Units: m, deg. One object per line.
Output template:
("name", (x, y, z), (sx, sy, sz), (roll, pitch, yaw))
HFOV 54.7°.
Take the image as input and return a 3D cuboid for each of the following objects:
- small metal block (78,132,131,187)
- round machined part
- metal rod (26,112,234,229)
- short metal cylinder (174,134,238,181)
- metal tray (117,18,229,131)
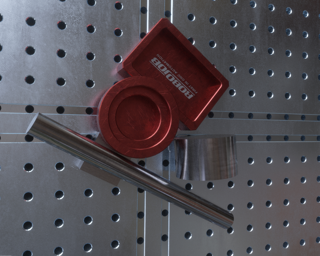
("small metal block", (-0.067, 0.038, 0.389), (0.050, 0.025, 0.050), (30, 80, -18))
("round machined part", (-0.029, -0.013, 0.385), (0.099, 0.042, 0.097), (0, 90, -18))
("metal rod", (-0.017, 0.065, 0.386), (0.301, 0.025, 0.025), (32, 80, -26))
("short metal cylinder", (0.059, 0.036, 0.405), (0.081, 0.080, 0.050), (-4, 92, -20))
("metal tray", (0.020, -0.069, 0.418), (0.130, 0.030, 0.090), (42, 76, -15))
